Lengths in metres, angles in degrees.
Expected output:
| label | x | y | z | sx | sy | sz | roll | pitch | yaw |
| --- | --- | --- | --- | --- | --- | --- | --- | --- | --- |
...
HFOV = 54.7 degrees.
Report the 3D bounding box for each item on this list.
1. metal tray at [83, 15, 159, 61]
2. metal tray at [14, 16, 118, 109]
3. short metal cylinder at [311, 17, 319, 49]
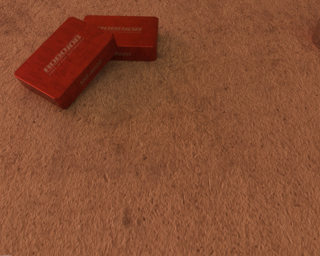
| label | x | y | z | sx | sy | sz | roll | pitch | yaw |
| --- | --- | --- | --- | --- | --- | --- | --- | --- | --- |
| metal tray | -0.069 | -0.155 | 0.529 | 0.131 | 0.030 | 0.090 | 2 | 50 | 1 |
| metal tray | -0.137 | -0.100 | 0.461 | 0.090 | 0.030 | 0.130 | 28 | 70 | 20 |
| short metal cylinder | 0.311 | -0.168 | 0.531 | 0.081 | 0.050 | 0.080 | 0 | 50 | 0 |
